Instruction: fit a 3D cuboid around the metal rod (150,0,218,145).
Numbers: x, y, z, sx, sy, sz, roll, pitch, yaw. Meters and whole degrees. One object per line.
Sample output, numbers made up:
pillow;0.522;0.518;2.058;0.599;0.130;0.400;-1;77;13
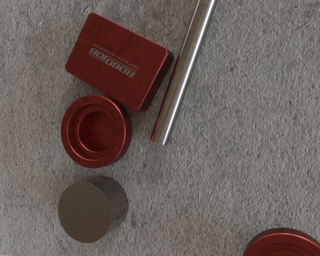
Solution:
metal rod;0.047;-0.122;0.392;0.025;0.025;0.298;21;97;18

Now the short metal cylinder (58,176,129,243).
short metal cylinder;-0.091;0.110;0.426;0.080;0.050;0.079;0;90;19

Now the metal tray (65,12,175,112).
metal tray;-0.058;-0.090;0.426;0.130;0.030;0.090;31;100;17

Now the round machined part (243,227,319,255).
round machined part;0.143;0.161;0.350;0.098;0.042;0.097;0;90;19

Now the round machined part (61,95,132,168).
round machined part;-0.083;0.005;0.428;0.098;0.042;0.097;0;90;19
